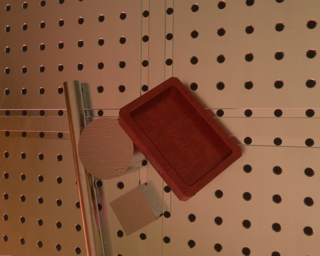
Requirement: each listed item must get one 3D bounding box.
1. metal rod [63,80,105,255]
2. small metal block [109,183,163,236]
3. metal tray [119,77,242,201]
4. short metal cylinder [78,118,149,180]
[{"bbox_3d":[-0.107,0.080,0.448,0.025,0.025,0.298,-10,87,19],"label":"metal rod"},{"bbox_3d":[-0.032,0.111,0.423,0.050,0.025,0.050,-34,80,16],"label":"small metal block"},{"bbox_3d":[0.023,0.010,0.376,0.090,0.030,0.130,-35,77,-20],"label":"metal tray"},{"bbox_3d":[-0.062,0.026,0.420,0.080,0.050,0.079,0,90,19],"label":"short metal cylinder"}]
